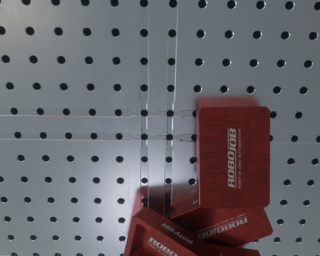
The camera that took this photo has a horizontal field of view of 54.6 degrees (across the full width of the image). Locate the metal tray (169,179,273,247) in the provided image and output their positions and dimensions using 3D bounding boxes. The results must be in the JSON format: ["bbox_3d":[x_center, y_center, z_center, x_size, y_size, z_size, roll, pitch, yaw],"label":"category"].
[{"bbox_3d":[0.089,0.138,0.462,0.130,0.030,0.090,-24,109,8],"label":"metal tray"}]

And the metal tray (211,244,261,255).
[{"bbox_3d":[0.091,0.236,0.477,0.091,0.030,0.129,13,121,-15],"label":"metal tray"}]

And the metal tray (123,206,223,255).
[{"bbox_3d":[0.014,0.181,0.438,0.130,0.030,0.089,26,118,24],"label":"metal tray"}]

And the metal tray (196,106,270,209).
[{"bbox_3d":[0.094,0.037,0.407,0.090,0.030,0.129,-1,94,0],"label":"metal tray"}]
